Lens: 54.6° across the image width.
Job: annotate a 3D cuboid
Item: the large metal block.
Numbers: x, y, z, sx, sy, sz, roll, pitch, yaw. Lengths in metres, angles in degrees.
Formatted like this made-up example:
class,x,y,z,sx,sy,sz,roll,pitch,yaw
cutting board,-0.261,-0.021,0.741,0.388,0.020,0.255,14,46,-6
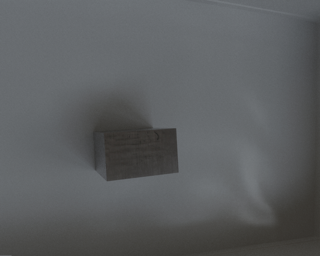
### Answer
class,x,y,z,sx,sy,sz,roll,pitch,yaw
large metal block,-0.032,0.027,0.369,0.081,0.080,0.050,-4,92,-20
